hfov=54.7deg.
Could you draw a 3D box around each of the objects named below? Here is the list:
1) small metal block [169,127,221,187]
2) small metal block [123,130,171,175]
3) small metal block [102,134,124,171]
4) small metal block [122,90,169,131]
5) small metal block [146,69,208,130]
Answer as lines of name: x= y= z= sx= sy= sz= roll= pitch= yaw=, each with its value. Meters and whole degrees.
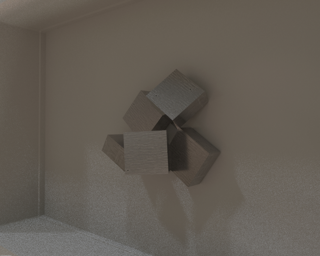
small metal block: x=0.036 y=0.034 z=0.373 sx=0.050 sy=0.025 sz=0.050 roll=42 pitch=115 yaw=31
small metal block: x=-0.015 y=0.029 z=0.368 sx=0.050 sy=0.025 sz=0.050 roll=-3 pitch=87 yaw=7
small metal block: x=-0.041 y=0.032 z=0.419 sx=0.050 sy=0.050 sz=0.025 roll=36 pitch=112 yaw=34
small metal block: x=-0.016 y=-0.015 z=0.415 sx=0.050 sy=0.025 sz=0.050 roll=51 pitch=120 yaw=27
small metal block: x=0.020 y=-0.035 z=0.372 sx=0.050 sy=0.025 sz=0.050 roll=-42 pitch=60 yaw=-6
